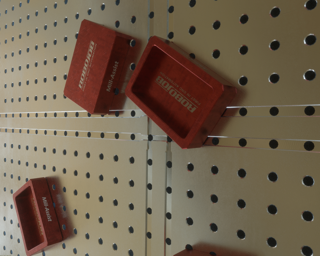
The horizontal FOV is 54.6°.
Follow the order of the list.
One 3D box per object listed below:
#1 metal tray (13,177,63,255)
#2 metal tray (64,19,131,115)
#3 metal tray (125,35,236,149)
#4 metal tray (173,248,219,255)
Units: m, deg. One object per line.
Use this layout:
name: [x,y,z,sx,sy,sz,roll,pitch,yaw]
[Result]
metal tray: [-0.243,0.174,0.608,0.090,0.030,0.130,-36,68,34]
metal tray: [-0.103,-0.096,0.493,0.090,0.030,0.129,31,109,35]
metal tray: [0.019,-0.046,0.391,0.130,0.030,0.090,44,116,31]
metal tray: [0.059,0.217,0.358,0.090,0.030,0.129,-4,87,40]
